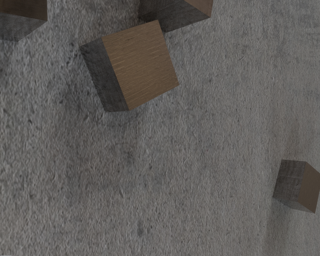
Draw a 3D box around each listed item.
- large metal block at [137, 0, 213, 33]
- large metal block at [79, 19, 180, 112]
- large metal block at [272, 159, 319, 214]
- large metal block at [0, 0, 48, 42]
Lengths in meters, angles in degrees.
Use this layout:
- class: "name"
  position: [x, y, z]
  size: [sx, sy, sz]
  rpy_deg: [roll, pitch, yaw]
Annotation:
- class: "large metal block"
  position: [0.022, -0.175, 0.386]
  size: [0.050, 0.080, 0.080]
  rpy_deg: [15, 81, -39]
- class: "large metal block"
  position: [-0.033, -0.071, 0.360]
  size: [0.081, 0.050, 0.080]
  rpy_deg: [-31, 110, -36]
- class: "large metal block"
  position: [0.277, 0.117, 0.621]
  size: [0.080, 0.050, 0.080]
  rpy_deg: [32, 70, -36]
- class: "large metal block"
  position: [-0.134, -0.123, 0.256]
  size: [0.050, 0.080, 0.079]
  rpy_deg: [-3, 92, -40]
